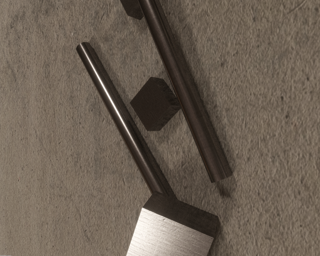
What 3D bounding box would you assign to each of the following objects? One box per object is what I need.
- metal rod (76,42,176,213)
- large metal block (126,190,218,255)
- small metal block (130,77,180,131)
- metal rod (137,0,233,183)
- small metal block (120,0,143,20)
[{"bbox_3d":[-0.054,-0.012,0.447,0.025,0.025,0.299,-45,64,30],"label":"metal rod"},{"bbox_3d":[0.013,0.131,0.357,0.080,0.050,0.079,20,104,10],"label":"large metal block"},{"bbox_3d":[-0.006,-0.031,0.408,0.050,0.025,0.050,-47,62,29],"label":"small metal block"},{"bbox_3d":[0.016,-0.080,0.371,0.025,0.025,0.299,-28,78,36],"label":"metal rod"},{"bbox_3d":[-0.030,-0.188,0.427,0.050,0.025,0.050,-38,67,33],"label":"small metal block"}]
